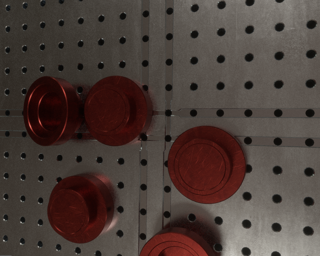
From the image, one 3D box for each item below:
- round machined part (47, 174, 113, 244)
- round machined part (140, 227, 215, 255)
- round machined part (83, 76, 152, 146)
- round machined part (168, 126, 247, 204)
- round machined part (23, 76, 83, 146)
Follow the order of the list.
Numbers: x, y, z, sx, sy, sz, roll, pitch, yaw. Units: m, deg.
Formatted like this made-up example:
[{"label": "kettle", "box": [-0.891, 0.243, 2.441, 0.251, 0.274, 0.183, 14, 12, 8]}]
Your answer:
[{"label": "round machined part", "box": [-0.120, 0.118, 0.445, 0.098, 0.042, 0.097, 0, 90, 19]}, {"label": "round machined part", "box": [0.025, 0.175, 0.394, 0.098, 0.042, 0.097, 0, 90, 19]}, {"label": "round machined part", "box": [-0.064, -0.023, 0.425, 0.098, 0.042, 0.097, 0, 90, 19]}, {"label": "round machined part", "box": [0.056, 0.046, 0.383, 0.098, 0.042, 0.097, 0, 90, 19]}, {"label": "round machined part", "box": [-0.149, -0.023, 0.447, 0.098, 0.042, 0.097, 0, 90, 34]}]
